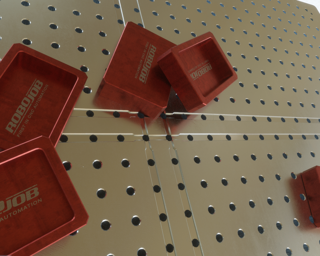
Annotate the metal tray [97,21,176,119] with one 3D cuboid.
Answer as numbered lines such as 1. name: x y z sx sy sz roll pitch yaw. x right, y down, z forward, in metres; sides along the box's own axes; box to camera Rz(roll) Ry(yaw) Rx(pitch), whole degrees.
1. metal tray: -0.026 -0.086 0.445 0.090 0.030 0.130 24 53 -14

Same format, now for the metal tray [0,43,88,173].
1. metal tray: -0.145 -0.026 0.342 0.090 0.030 0.130 24 53 -14

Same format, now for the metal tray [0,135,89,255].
1. metal tray: -0.140 0.073 0.262 0.131 0.030 0.090 -25 84 -27

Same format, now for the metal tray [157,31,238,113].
1. metal tray: 0.062 -0.088 0.467 0.131 0.030 0.090 -38 98 -47

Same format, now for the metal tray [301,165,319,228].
1. metal tray: 0.296 0.116 0.496 0.131 0.030 0.090 13 56 -22
